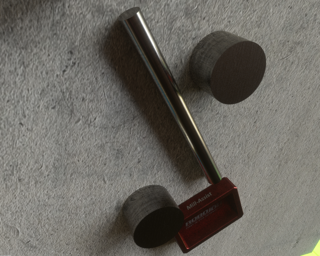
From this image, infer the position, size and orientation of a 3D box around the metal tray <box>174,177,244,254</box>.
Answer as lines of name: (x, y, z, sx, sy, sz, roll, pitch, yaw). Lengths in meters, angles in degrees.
metal tray: (0.079, 0.153, 0.541, 0.131, 0.030, 0.090, -30, 129, -9)

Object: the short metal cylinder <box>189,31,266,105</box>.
short metal cylinder: (0.084, -0.076, 0.390, 0.081, 0.050, 0.079, -14, 124, -21)

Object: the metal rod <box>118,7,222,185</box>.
metal rod: (0.028, -0.018, 0.411, 0.025, 0.025, 0.299, -35, 129, -5)

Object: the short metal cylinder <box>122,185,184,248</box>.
short metal cylinder: (-0.011, 0.133, 0.467, 0.081, 0.050, 0.079, -14, 124, -21)
